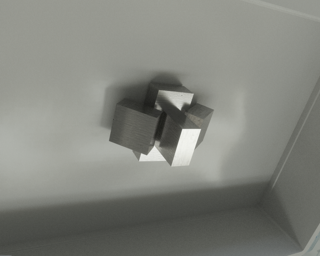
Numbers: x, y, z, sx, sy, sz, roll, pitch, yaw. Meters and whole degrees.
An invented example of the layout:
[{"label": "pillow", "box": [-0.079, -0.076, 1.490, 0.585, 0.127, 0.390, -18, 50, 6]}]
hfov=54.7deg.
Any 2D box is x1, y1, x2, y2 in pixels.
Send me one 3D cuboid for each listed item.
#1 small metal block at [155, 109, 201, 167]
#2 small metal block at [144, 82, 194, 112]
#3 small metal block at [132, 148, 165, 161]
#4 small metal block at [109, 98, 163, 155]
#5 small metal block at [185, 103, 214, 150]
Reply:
[{"label": "small metal block", "box": [0.019, 0.011, 0.374, 0.025, 0.050, 0.050, 0, 118, -29]}, {"label": "small metal block", "box": [0.009, -0.028, 0.393, 0.050, 0.025, 0.050, 2, 118, -30]}, {"label": "small metal block", "box": [-0.004, 0.016, 0.414, 0.050, 0.025, 0.050, 3, 117, -29]}, {"label": "small metal block", "box": [-0.029, -0.002, 0.372, 0.050, 0.025, 0.050, 20, 115, 10]}, {"label": "small metal block", "box": [0.046, -0.001, 0.415, 0.050, 0.025, 0.050, -35, 145, -60]}]
